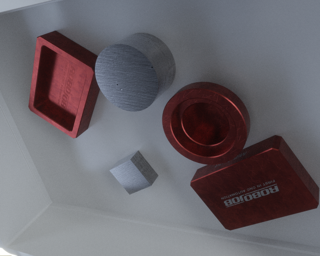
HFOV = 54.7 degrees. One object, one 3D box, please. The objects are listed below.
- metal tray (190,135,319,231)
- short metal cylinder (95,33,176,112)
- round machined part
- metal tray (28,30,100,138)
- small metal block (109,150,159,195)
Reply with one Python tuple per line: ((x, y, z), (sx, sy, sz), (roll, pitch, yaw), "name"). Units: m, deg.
((0.115, 0.074, 0.390), (0.130, 0.030, 0.090), (-31, 101, 37), "metal tray")
((-0.028, -0.066, 0.365), (0.080, 0.050, 0.079), (13, 124, 20), "short metal cylinder")
((0.056, -0.009, 0.362), (0.098, 0.042, 0.097), (13, 124, 20), "round machined part")
((-0.134, -0.057, 0.438), (0.090, 0.030, 0.129), (32, 128, 7), "metal tray")
((-0.040, 0.068, 0.470), (0.050, 0.025, 0.050), (-30, 102, 37), "small metal block")
